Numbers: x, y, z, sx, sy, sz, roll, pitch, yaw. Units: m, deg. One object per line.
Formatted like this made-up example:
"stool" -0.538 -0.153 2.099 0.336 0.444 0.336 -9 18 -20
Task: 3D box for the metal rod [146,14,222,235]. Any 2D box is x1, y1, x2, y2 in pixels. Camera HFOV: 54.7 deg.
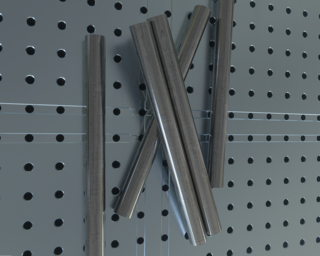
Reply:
"metal rod" 0.036 0.006 0.406 0.025 0.025 0.298 -21 105 -19

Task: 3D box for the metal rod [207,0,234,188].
"metal rod" 0.087 -0.065 0.446 0.025 0.025 0.298 4 89 -20

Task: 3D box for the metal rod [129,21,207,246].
"metal rod" 0.015 0.019 0.395 0.025 0.025 0.298 -21 106 -19

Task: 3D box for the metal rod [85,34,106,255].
"metal rod" -0.080 0.037 0.383 0.025 0.025 0.298 0 90 -20

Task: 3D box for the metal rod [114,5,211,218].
"metal rod" 0.006 -0.027 0.415 0.025 0.025 0.299 24 82 -19
